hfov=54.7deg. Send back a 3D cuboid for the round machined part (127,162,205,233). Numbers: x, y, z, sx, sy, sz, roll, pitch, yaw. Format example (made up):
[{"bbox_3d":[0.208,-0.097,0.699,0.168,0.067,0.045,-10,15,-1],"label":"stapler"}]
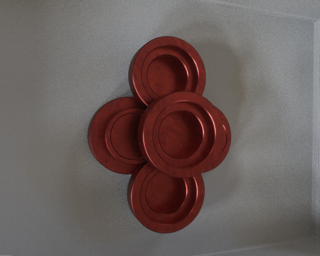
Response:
[{"bbox_3d":[0.005,0.082,0.402,0.099,0.042,0.097,0,90,-21],"label":"round machined part"}]

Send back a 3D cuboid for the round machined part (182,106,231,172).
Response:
[{"bbox_3d":[0.056,0.013,0.421,0.099,0.042,0.097,0,90,-21],"label":"round machined part"}]

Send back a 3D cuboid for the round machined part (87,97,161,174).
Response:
[{"bbox_3d":[-0.038,0.010,0.386,0.099,0.042,0.097,0,90,-21],"label":"round machined part"}]

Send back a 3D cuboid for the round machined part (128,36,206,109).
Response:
[{"bbox_3d":[0.006,-0.065,0.402,0.099,0.042,0.097,0,90,-21],"label":"round machined part"}]

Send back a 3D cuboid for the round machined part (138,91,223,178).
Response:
[{"bbox_3d":[0.021,0.007,0.363,0.099,0.042,0.097,0,90,-21],"label":"round machined part"}]
